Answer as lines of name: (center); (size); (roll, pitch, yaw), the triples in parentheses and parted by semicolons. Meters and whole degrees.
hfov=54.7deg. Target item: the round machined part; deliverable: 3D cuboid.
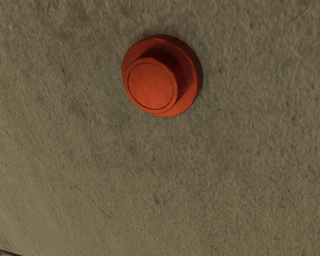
round machined part: (-0.003, -0.055, 0.362); (0.098, 0.042, 0.097); (13, 124, 20)
